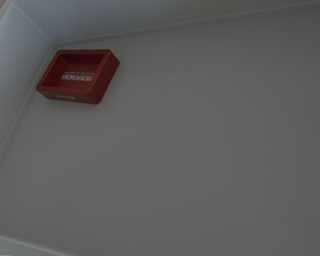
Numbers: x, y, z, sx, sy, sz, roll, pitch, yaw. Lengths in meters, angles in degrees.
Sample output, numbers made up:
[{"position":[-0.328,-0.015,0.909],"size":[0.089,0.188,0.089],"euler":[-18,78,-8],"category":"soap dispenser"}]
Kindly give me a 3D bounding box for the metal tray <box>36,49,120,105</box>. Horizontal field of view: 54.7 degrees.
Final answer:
[{"position":[-0.143,-0.091,0.533],"size":[0.130,0.030,0.090],"euler":[8,66,31],"category":"metal tray"}]
